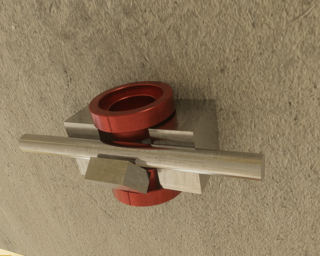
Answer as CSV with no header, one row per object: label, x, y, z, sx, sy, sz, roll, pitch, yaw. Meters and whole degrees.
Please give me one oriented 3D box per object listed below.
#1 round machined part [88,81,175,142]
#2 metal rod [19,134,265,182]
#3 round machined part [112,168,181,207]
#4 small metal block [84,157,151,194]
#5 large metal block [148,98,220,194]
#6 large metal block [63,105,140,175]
round machined part,-0.030,-0.018,0.366,0.098,0.098,0.042,4,121,26
metal rod,-0.042,0.028,0.344,0.301,0.025,0.025,3,120,26
round machined part,-0.017,0.055,0.404,0.098,0.098,0.042,5,115,26
small metal block,-0.046,0.053,0.344,0.050,0.025,0.050,3,160,29
large metal block,0.034,0.018,0.366,0.050,0.080,0.079,4,120,26
large metal block,-0.073,0.010,0.418,0.050,0.080,0.079,4,120,26
